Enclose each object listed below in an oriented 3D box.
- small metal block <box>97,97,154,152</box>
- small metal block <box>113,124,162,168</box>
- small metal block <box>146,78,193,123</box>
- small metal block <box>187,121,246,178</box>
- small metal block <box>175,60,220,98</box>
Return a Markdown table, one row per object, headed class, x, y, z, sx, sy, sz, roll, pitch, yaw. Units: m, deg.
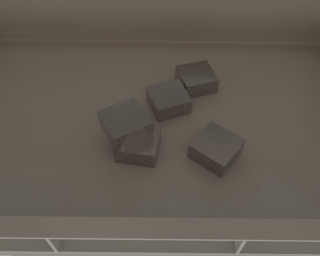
| class | x | y | z | sx | sy | sz | roll | pitch | yaw |
| --- | --- | --- | --- | --- | --- | --- | --- | --- | --- |
| small metal block | -0.042 | -0.005 | 0.377 | 0.050 | 0.025 | 0.050 | -24 | 54 | -19 |
| small metal block | -0.027 | 0.019 | 0.389 | 0.050 | 0.025 | 0.050 | 7 | 50 | 6 |
| small metal block | 0.012 | -0.040 | 0.439 | 0.050 | 0.025 | 0.050 | -16 | 52 | -13 |
| small metal block | 0.070 | 0.026 | 0.385 | 0.050 | 0.025 | 0.050 | 32 | 57 | 23 |
| small metal block | 0.055 | -0.074 | 0.468 | 0.050 | 0.025 | 0.050 | -13 | 51 | -11 |
